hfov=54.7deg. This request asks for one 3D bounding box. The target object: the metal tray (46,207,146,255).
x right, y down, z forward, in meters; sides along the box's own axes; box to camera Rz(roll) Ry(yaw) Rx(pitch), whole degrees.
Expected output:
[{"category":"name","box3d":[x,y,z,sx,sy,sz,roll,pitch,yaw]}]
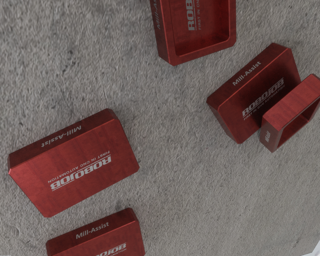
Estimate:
[{"category":"metal tray","box3d":[-0.092,0.183,0.466,0.131,0.030,0.089,-19,126,-18]}]

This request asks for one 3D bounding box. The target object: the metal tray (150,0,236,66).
[{"category":"metal tray","box3d":[0.036,-0.142,0.334,0.091,0.030,0.129,-22,127,-15]}]

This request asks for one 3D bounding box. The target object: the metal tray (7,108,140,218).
[{"category":"metal tray","box3d":[-0.099,0.043,0.376,0.131,0.030,0.090,-27,128,-12]}]

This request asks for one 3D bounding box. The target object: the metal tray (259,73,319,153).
[{"category":"metal tray","box3d":[0.195,-0.016,0.464,0.090,0.030,0.130,-40,156,-1]}]

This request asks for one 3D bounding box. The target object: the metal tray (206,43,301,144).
[{"category":"metal tray","box3d":[0.140,-0.048,0.450,0.130,0.030,0.090,-40,130,-1]}]
